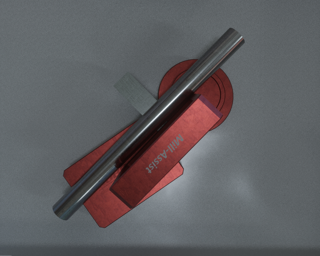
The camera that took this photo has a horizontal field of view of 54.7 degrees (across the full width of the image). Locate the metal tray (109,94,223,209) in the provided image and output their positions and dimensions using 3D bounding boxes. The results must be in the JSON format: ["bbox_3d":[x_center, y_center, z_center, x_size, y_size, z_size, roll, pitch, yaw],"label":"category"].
[{"bbox_3d":[0.006,0.020,0.340,0.030,0.090,0.130,43,96,-3],"label":"metal tray"}]

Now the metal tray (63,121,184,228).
[{"bbox_3d":[-0.046,0.056,0.407,0.130,0.030,0.090,-35,90,-1],"label":"metal tray"}]

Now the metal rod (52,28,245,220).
[{"bbox_3d":[-0.016,-0.002,0.371,0.025,0.025,0.300,45,94,-1],"label":"metal rod"}]

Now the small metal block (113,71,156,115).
[{"bbox_3d":[-0.030,-0.042,0.397,0.025,0.050,0.050,-45,91,0],"label":"small metal block"}]

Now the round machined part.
[{"bbox_3d":[0.046,-0.041,0.402,0.099,0.042,0.097,0,90,-1],"label":"round machined part"}]
